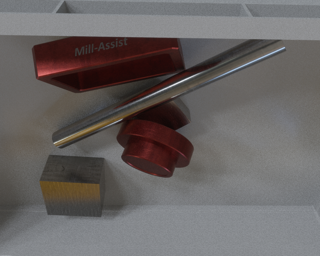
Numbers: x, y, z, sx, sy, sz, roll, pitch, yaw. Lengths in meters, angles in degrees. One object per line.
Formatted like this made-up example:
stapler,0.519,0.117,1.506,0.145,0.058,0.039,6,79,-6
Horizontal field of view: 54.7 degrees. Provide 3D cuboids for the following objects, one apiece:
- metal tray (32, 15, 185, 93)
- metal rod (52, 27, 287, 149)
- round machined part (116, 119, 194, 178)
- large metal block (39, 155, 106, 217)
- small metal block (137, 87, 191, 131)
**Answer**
metal tray,-0.044,-0.068,0.310,0.131,0.090,0.030,-10,86,8
metal rod,-0.011,-0.034,0.356,0.300,0.025,0.025,-22,128,26
round machined part,-0.010,0.031,0.394,0.098,0.042,0.098,18,159,8
large metal block,-0.127,0.088,0.466,0.081,0.050,0.079,4,130,-4
small metal block,0.004,-0.020,0.393,0.050,0.025,0.050,-28,125,21
